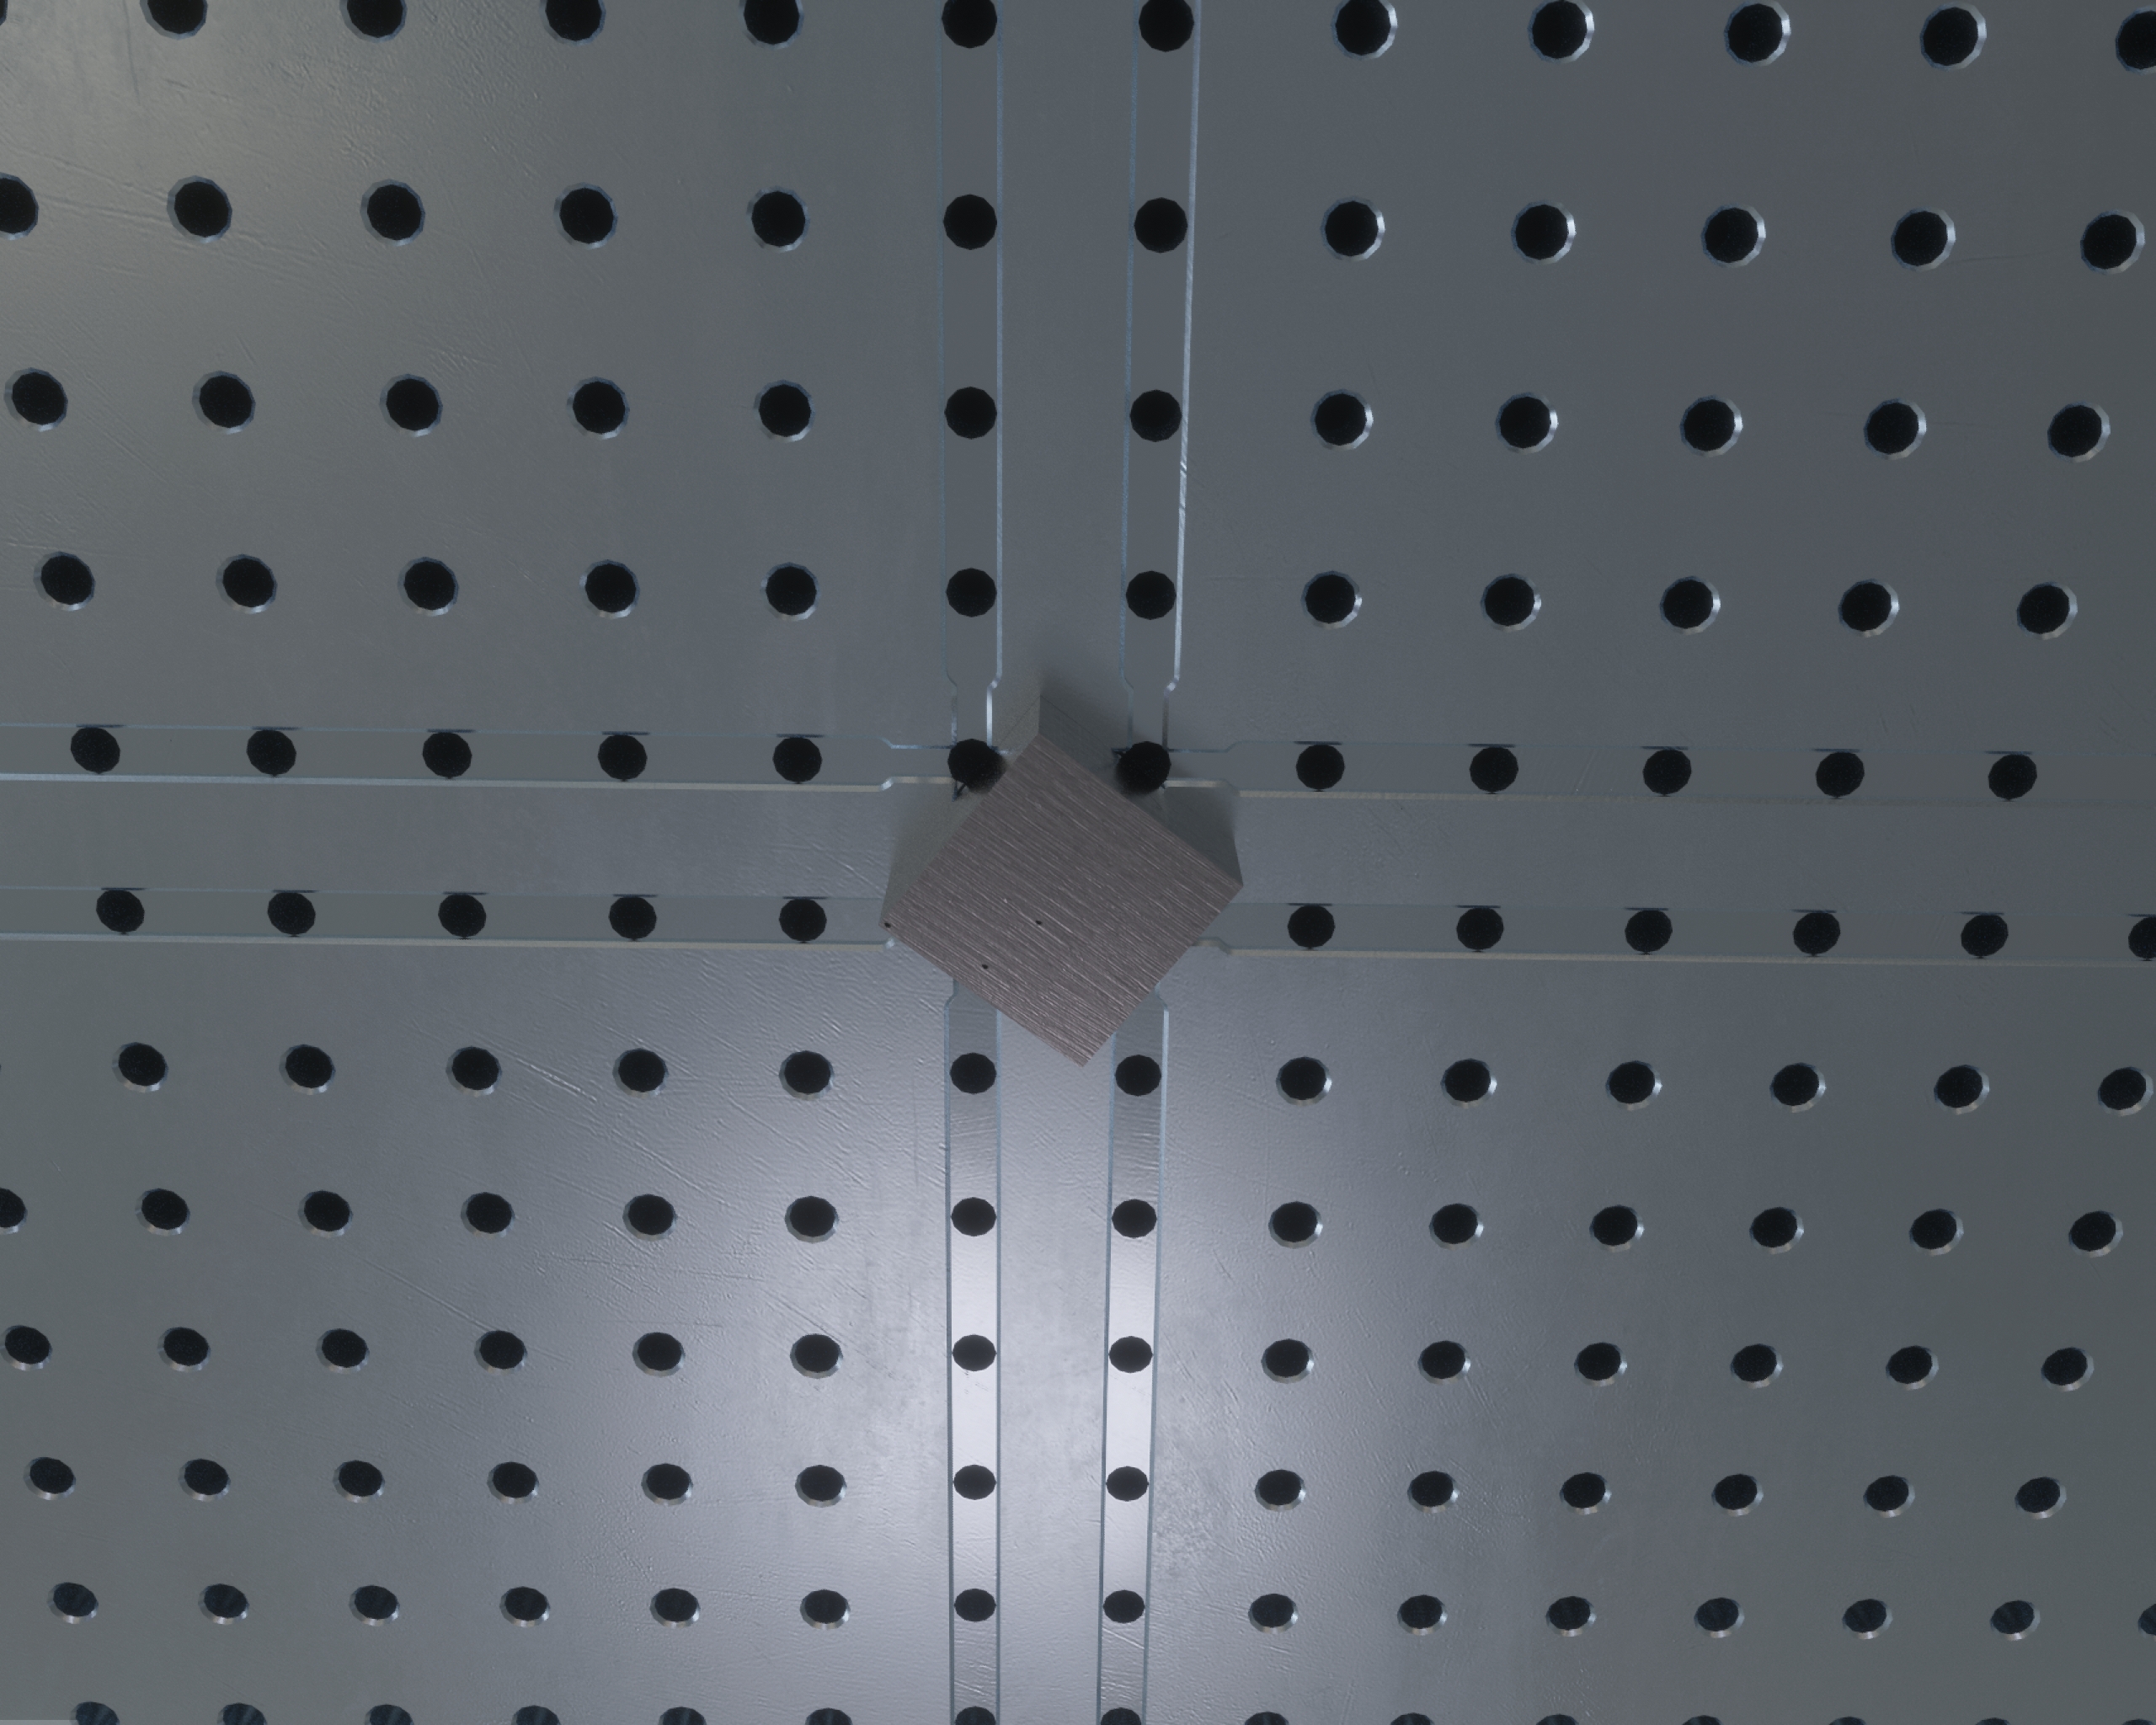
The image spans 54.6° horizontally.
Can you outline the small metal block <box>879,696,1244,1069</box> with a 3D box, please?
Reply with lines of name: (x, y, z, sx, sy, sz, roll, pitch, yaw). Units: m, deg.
small metal block: (-0.003, 0.004, 0.415, 0.050, 0.025, 0.050, 37, 106, -13)
